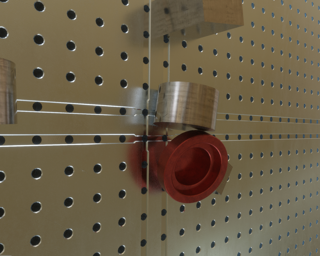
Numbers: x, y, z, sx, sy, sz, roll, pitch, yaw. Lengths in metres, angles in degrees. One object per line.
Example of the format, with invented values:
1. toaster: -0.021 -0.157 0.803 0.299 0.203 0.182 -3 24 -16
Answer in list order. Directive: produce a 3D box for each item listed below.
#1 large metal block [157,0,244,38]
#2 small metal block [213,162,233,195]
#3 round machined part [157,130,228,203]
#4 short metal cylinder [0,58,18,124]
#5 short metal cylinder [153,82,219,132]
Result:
1. large metal block: 0.055 -0.157 0.421 0.081 0.080 0.050 -12 98 -40
2. small metal block: 0.081 0.068 0.480 0.050 0.025 0.050 42 64 -32
3. round machined part: 0.040 0.048 0.420 0.099 0.042 0.097 -9 111 -25
4. short metal cylinder: -0.157 -0.027 0.242 0.081 0.080 0.050 -3 92 -40
5. short metal cylinder: 0.035 -0.025 0.404 0.081 0.080 0.050 13 82 -40
